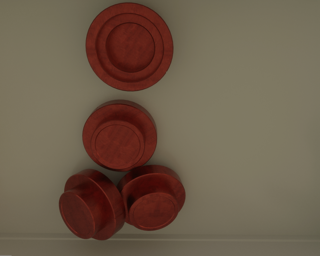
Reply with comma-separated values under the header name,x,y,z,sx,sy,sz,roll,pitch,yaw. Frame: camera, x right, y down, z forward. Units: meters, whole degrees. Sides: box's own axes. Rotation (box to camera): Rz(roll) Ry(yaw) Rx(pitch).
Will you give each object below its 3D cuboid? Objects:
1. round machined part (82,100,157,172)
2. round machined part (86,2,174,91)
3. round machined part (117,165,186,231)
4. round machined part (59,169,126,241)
name,x,y,z,sx,sy,sz,roll,pitch,yaw
round machined part,-0.053,0.015,0.407,0.099,0.042,0.097,0,110,0
round machined part,-0.034,-0.096,0.367,0.099,0.042,0.097,0,110,0
round machined part,-0.011,0.103,0.428,0.099,0.042,0.097,-6,120,-10
round machined part,-0.097,0.108,0.416,0.098,0.042,0.097,13,114,32
